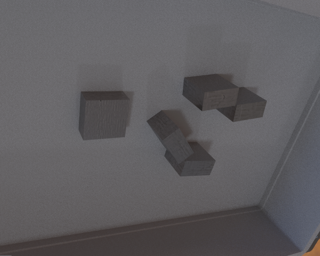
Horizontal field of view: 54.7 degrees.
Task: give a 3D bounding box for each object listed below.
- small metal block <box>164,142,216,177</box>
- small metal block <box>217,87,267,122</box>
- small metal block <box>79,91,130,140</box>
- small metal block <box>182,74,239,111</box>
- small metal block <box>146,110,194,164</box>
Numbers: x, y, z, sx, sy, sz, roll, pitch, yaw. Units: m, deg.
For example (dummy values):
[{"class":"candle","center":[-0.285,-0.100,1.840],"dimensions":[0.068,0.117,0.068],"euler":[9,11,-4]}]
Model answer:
[{"class":"small metal block","center":[0.042,0.043,0.442],"dimensions":[0.050,0.050,0.025],"euler":[3,117,-30]},{"class":"small metal block","center":[0.110,-0.034,0.431],"dimensions":[0.050,0.050,0.025],"euler":[-9,122,-24]},{"class":"small metal block","center":[-0.066,-0.015,0.363],"dimensions":[0.050,0.025,0.050],"euler":[-4,120,-27]},{"class":"small metal block","center":[0.064,-0.047,0.398],"dimensions":[0.050,0.050,0.025],"euler":[-10,123,-23]},{"class":"small metal block","center":[0.013,0.012,0.407],"dimensions":[0.025,0.050,0.050],"euler":[-36,129,-4]}]
